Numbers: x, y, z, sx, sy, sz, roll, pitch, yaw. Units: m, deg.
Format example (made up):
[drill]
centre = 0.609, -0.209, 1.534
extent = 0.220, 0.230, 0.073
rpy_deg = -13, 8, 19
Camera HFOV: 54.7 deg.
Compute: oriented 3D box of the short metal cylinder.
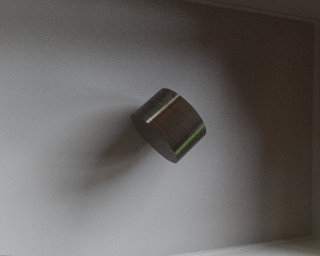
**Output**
[short metal cylinder]
centre = 0.010, -0.003, 0.383
extent = 0.050, 0.080, 0.080
rpy_deg = -43, 104, -15
